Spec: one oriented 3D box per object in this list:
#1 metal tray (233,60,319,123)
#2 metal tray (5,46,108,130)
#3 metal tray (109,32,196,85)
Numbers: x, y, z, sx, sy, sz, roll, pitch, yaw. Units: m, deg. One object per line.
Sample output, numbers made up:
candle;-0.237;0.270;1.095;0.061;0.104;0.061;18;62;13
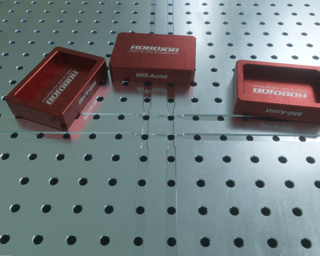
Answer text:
metal tray;0.175;-0.055;0.451;0.131;0.030;0.090;6;50;5
metal tray;-0.146;-0.064;0.457;0.090;0.030;0.130;16;52;13
metal tray;-0.009;-0.114;0.500;0.131;0.030;0.090;4;50;3
